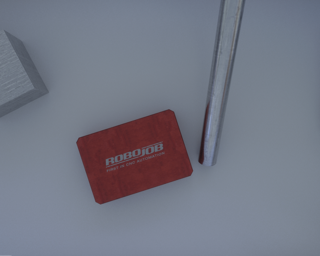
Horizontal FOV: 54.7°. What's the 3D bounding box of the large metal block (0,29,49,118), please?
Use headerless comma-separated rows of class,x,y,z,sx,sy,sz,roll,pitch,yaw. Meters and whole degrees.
large metal block,-0.205,-0.065,0.396,0.080,0.050,0.080,-28,90,0

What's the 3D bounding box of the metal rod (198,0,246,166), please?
metal rod,0.072,-0.087,0.344,0.025,0.025,0.298,4,119,-1

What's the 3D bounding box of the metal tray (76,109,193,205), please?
metal tray,-0.032,0.037,0.409,0.131,0.030,0.090,-18,90,-1
